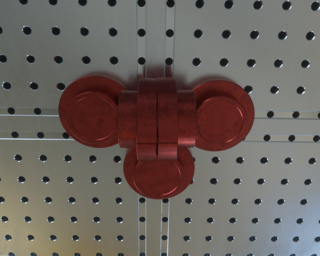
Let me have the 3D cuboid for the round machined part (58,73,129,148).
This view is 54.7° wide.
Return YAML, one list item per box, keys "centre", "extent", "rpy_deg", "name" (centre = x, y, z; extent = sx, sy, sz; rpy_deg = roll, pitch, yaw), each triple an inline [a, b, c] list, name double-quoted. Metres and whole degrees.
- centre: [-0.081, -0.018, 0.396]
  extent: [0.099, 0.042, 0.097]
  rpy_deg: [0, 110, -1]
  name: "round machined part"

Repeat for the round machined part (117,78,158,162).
- centre: [-0.025, -0.010, 0.364]
  extent: [0.042, 0.098, 0.097]
  rpy_deg: [1, 110, -1]
  name: "round machined part"

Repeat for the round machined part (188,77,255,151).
- centre: [0.073, -0.013, 0.400]
  extent: [0.099, 0.042, 0.097]
  rpy_deg: [0, 110, -1]
  name: "round machined part"

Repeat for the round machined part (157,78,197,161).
- centre: [0.019, -0.010, 0.365]
  extent: [0.042, 0.098, 0.097]
  rpy_deg: [-1, 110, 0]
  name: "round machined part"

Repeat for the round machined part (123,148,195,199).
- centre: [-0.001, 0.057, 0.425]
  extent: [0.099, 0.042, 0.097]
  rpy_deg: [0, 110, -1]
  name: "round machined part"
